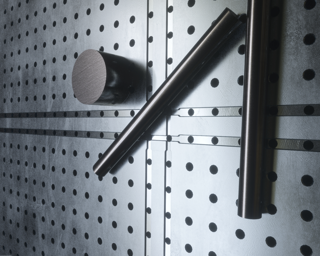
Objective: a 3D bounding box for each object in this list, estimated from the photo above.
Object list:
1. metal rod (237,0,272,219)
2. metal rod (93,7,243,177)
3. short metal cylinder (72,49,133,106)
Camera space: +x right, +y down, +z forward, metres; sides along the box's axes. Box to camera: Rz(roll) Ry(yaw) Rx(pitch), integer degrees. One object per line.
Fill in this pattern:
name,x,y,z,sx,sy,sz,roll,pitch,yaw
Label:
metal rod,0.101,-0.056,0.325,0.025,0.025,0.298,4,92,40
metal rod,-0.006,-0.029,0.414,0.299,0.025,0.025,-47,62,29
short metal cylinder,-0.088,-0.074,0.466,0.080,0.050,0.080,0,90,40
